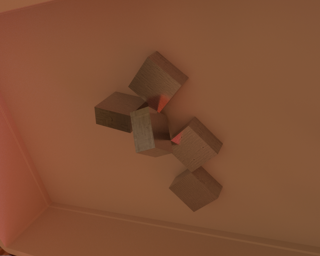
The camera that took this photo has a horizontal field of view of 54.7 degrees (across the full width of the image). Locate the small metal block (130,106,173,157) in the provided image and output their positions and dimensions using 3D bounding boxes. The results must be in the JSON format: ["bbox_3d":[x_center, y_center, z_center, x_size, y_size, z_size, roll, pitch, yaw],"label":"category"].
[{"bbox_3d":[-0.010,0.006,0.379,0.025,0.050,0.050,-17,72,22],"label":"small metal block"}]

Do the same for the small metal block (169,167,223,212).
[{"bbox_3d":[0.050,0.083,0.433,0.050,0.025,0.050,44,129,-3],"label":"small metal block"}]

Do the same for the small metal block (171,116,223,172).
[{"bbox_3d":[0.043,0.022,0.399,0.050,0.025,0.050,44,129,-3],"label":"small metal block"}]

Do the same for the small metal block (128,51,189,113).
[{"bbox_3d":[-0.002,-0.055,0.375,0.050,0.025,0.050,40,129,0],"label":"small metal block"}]

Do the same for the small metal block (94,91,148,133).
[{"bbox_3d":[-0.049,-0.022,0.403,0.050,0.050,0.025,15,124,20],"label":"small metal block"}]
